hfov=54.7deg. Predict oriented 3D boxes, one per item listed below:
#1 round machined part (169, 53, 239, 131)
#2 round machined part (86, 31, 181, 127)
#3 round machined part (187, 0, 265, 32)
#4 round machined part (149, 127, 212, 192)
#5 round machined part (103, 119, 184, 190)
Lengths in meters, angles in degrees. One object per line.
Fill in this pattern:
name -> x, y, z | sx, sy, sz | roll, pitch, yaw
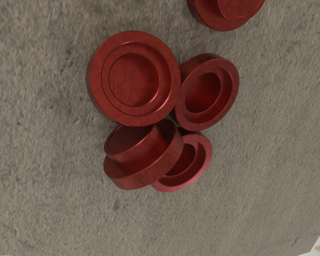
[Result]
round machined part -> 0.048, -0.048, 0.390 | 0.099, 0.042, 0.097 | -19, 130, -25
round machined part -> -0.030, -0.050, 0.333 | 0.099, 0.042, 0.097 | -1, 93, -25
round machined part -> 0.081, -0.157, 0.345 | 0.099, 0.042, 0.097 | -14, 125, -21
round machined part -> 0.020, 0.038, 0.429 | 0.099, 0.042, 0.097 | -17, 130, -22
round machined part -> -0.026, 0.021, 0.361 | 0.098, 0.098, 0.042 | -36, 119, -5
